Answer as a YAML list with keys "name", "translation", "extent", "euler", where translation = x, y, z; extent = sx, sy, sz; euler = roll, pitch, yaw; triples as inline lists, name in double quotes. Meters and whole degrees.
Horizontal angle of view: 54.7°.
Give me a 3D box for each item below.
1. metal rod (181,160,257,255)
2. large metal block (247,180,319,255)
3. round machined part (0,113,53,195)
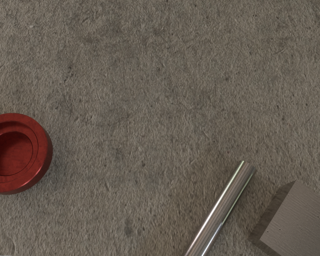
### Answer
- name: "metal rod"
  translation: [0.026, 0.164, 0.348]
  extent: [0.025, 0.025, 0.300]
  euler: [33, 73, 11]
- name: "large metal block"
  translation: [0.161, 0.119, 0.353]
  extent: [0.080, 0.050, 0.080]
  euler: [36, 74, 12]
- name: "round machined part"
  translation: [-0.182, 0.034, 0.385]
  extent: [0.099, 0.042, 0.098]
  euler: [0, 70, -1]
